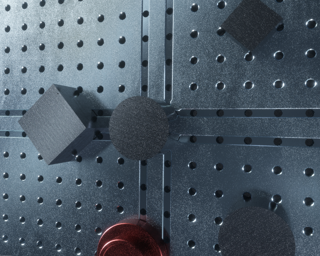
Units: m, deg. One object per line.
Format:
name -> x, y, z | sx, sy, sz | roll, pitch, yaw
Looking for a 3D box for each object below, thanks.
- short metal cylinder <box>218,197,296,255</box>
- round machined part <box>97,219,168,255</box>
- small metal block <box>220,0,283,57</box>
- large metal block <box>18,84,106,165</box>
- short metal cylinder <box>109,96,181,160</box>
short metal cylinder -> 0.112, 0.125, 0.360 | 0.080, 0.050, 0.079 | 0, 90, 19
round machined part -> -0.043, 0.178, 0.418 | 0.098, 0.042, 0.097 | 0, 90, 19
small metal block -> 0.110, -0.124, 0.374 | 0.050, 0.025, 0.050 | 45, 104, 14
large metal block -> -0.142, -0.005, 0.448 | 0.080, 0.050, 0.080 | -42, 77, 15
short metal cylinder -> -0.019, 0.000, 0.405 | 0.080, 0.050, 0.079 | 0, 90, 19
